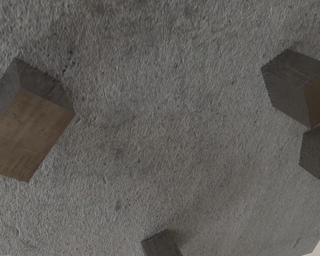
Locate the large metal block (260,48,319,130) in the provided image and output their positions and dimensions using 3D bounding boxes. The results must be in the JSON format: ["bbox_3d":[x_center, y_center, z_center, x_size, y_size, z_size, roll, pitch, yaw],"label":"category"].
[{"bbox_3d":[0.200,-0.057,0.445,0.050,0.080,0.080,-37,129,-4],"label":"large metal block"}]

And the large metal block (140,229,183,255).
[{"bbox_3d":[0.012,0.235,0.523,0.050,0.080,0.080,-21,127,-16],"label":"large metal block"}]

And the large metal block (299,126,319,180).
[{"bbox_3d":[0.318,0.039,0.589,0.081,0.050,0.080,-22,127,-15],"label":"large metal block"}]

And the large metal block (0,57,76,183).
[{"bbox_3d":[-0.132,-0.010,0.293,0.050,0.080,0.080,30,102,-38],"label":"large metal block"}]
